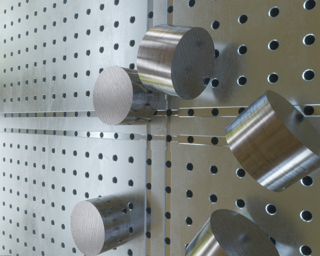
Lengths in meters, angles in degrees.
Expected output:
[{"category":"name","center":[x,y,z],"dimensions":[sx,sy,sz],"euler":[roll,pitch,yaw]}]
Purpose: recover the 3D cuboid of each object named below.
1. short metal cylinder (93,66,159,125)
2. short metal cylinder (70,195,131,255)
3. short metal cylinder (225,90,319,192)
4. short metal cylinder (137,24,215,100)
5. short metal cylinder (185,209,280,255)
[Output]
[{"category":"short metal cylinder","center":[-0.049,-0.043,0.433],"dimensions":[0.080,0.050,0.079],"euler":[0,90,40]},{"category":"short metal cylinder","center":[-0.090,0.146,0.468],"dimensions":[0.080,0.050,0.079],"euler":[0,90,40]},{"category":"short metal cylinder","center":[0.107,0.011,0.285],"dimensions":[0.050,0.081,0.080],"euler":[-46,63,30]},{"category":"short metal cylinder","center":[0.020,-0.077,0.357],"dimensions":[0.050,0.081,0.079],"euler":[20,103,38]},{"category":"short metal cylinder","center":[0.073,0.130,0.314],"dimensions":[0.080,0.081,0.050],"euler":[44,117,31]}]
